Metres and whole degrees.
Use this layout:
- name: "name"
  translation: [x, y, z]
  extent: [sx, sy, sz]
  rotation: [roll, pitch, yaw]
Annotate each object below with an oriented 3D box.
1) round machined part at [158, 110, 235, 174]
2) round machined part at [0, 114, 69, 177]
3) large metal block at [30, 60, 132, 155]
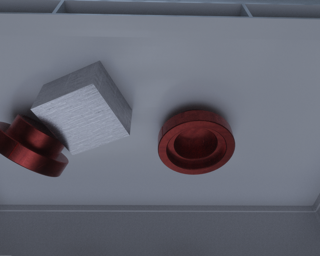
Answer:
- name: "round machined part"
  translation: [0.046, 0.014, 0.411]
  extent: [0.099, 0.042, 0.097]
  rotation: [-1, 130, 0]
- name: "round machined part"
  translation: [-0.157, 0.017, 0.386]
  extent: [0.098, 0.098, 0.042]
  rotation: [34, 86, -26]
- name: "large metal block"
  translation: [-0.089, -0.022, 0.373]
  extent: [0.080, 0.050, 0.080]
  rotation: [-20, 128, 15]
